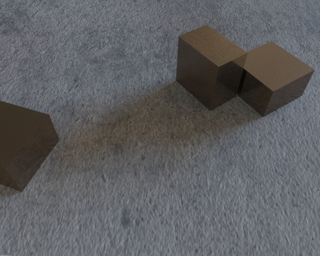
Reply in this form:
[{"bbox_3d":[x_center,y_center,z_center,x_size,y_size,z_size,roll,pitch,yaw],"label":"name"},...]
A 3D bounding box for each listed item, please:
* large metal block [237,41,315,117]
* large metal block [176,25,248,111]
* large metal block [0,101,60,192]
[{"bbox_3d":[0.157,-0.073,0.451,0.081,0.050,0.080,-26,55,-21],"label":"large metal block"},{"bbox_3d":[0.069,-0.085,0.440,0.050,0.080,0.080,-29,56,-22],"label":"large metal block"},{"bbox_3d":[-0.183,0.018,0.369,0.080,0.050,0.080,15,52,12],"label":"large metal block"}]
